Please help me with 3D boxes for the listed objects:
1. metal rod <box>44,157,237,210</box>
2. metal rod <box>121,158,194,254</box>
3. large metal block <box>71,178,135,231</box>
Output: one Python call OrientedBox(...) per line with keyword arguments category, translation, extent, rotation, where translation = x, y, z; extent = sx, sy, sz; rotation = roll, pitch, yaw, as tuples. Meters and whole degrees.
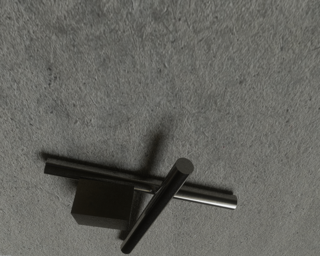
OrientedBox(category="metal rod", translation=(-0.022, 0.089, 0.482), extent=(0.302, 0.025, 0.025), rotation=(13, 129, -12))
OrientedBox(category="metal rod", translation=(-0.017, 0.141, 0.501), extent=(0.025, 0.025, 0.298), rotation=(15, 137, -12))
OrientedBox(category="large metal block", translation=(-0.083, 0.119, 0.471), extent=(0.081, 0.050, 0.080), rotation=(8, 151, -2))
